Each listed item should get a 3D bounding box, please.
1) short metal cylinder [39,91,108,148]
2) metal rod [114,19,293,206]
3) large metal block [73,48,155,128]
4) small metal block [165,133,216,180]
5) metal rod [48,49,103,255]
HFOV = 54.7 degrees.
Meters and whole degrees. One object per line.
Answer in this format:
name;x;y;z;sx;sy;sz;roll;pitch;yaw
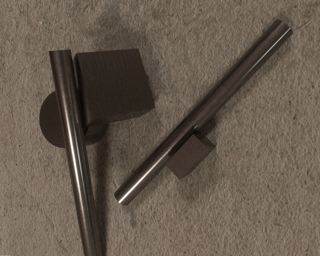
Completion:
short metal cylinder;-0.120;-0.013;0.437;0.080;0.050;0.079;0;90;19
metal rod;0.046;-0.010;0.392;0.025;0.025;0.299;46;104;14
large metal block;-0.062;-0.051;0.394;0.050;0.081;0.080;-25;79;60
small metal block;0.039;0.034;0.381;0.025;0.050;0.050;45;104;14
metal rod;-0.105;0.052;0.401;0.025;0.025;0.298;1;107;19
